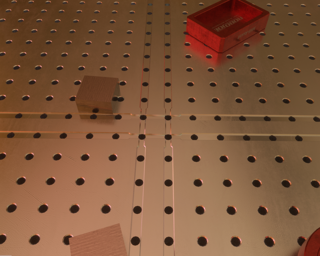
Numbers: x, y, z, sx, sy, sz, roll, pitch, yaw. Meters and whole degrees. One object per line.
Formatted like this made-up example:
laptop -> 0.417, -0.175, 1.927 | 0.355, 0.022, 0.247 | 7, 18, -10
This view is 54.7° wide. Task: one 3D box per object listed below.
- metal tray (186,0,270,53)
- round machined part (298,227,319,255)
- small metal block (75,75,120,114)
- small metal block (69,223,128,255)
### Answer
metal tray -> 0.124, -0.195, 0.569 | 0.131, 0.030, 0.090 | -33, 58, -25
round machined part -> 0.175, 0.140, 0.281 | 0.099, 0.042, 0.098 | 0, 50, 0
small metal block -> -0.089, -0.048, 0.447 | 0.050, 0.025, 0.050 | 5, 50, 4
small metal block -> -0.057, 0.127, 0.300 | 0.050, 0.025, 0.050 | -13, 52, -12
